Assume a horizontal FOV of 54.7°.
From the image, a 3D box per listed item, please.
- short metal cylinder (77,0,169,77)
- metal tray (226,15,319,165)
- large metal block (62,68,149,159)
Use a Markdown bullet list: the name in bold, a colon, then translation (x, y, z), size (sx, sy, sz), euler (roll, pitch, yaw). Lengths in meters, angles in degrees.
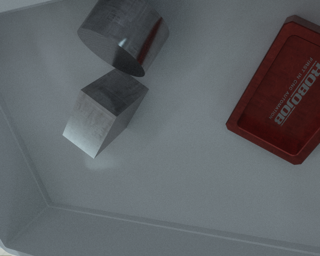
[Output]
- **short metal cylinder**: translation (-0.038, -0.097, 0.324), size (0.080, 0.050, 0.080), euler (30, 171, 6)
- **metal tray**: translation (0.136, -0.033, 0.312), size (0.090, 0.030, 0.129), euler (29, 128, 9)
- **large metal block**: translation (-0.068, -0.021, 0.395), size (0.050, 0.080, 0.080), euler (37, 129, 3)
